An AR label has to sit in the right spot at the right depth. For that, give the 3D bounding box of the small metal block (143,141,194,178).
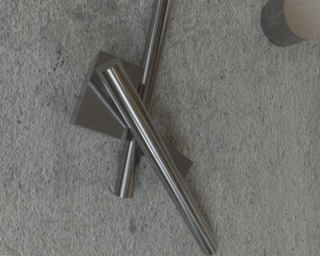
[{"bbox_3d":[0.007,0.039,0.400,0.050,0.050,0.025,37,78,-17],"label":"small metal block"}]

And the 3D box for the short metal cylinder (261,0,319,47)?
[{"bbox_3d":[0.203,-0.169,0.472,0.081,0.050,0.079,0,90,-21],"label":"short metal cylinder"}]

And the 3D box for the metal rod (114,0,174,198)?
[{"bbox_3d":[-0.017,-0.060,0.403,0.025,0.025,0.298,13,86,-20],"label":"metal rod"}]

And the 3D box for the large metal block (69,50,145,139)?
[{"bbox_3d":[-0.064,-0.034,0.357,0.050,0.080,0.080,20,83,-19],"label":"large metal block"}]

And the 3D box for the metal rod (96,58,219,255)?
[{"bbox_3d":[0.011,0.056,0.362,0.025,0.025,0.299,-38,122,-16],"label":"metal rod"}]
